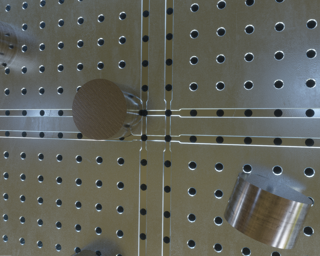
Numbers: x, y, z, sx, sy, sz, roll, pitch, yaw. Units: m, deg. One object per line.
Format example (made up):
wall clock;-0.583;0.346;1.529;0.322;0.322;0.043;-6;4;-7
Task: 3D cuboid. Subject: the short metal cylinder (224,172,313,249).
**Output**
short metal cylinder;0.117;0.088;0.342;0.080;0.080;0.050;20;97;18

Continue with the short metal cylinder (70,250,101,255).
short metal cylinder;-0.115;0.222;0.439;0.080;0.050;0.079;0;90;19

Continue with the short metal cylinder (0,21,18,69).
short metal cylinder;-0.279;-0.138;0.495;0.080;0.050;0.079;0;90;19

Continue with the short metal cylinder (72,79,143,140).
short metal cylinder;-0.071;-0.024;0.423;0.080;0.050;0.079;0;90;19
